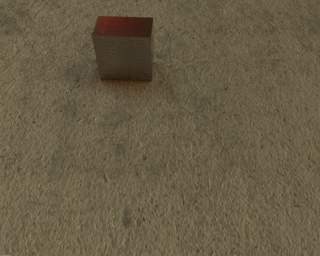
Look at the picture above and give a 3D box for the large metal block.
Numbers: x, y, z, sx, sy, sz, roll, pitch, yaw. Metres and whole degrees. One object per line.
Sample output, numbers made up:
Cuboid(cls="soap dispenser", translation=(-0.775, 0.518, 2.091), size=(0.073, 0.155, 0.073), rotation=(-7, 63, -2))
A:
Cuboid(cls="large metal block", translation=(-0.051, -0.118, 0.466), size=(0.080, 0.080, 0.050), rotation=(2, 50, 2))
